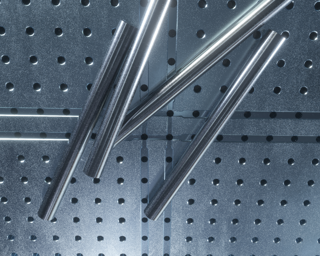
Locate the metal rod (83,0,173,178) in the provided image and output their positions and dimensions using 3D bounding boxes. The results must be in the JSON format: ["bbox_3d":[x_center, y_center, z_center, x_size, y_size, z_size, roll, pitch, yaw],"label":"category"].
[{"bbox_3d":[-0.030,-0.075,0.369,0.025,0.025,0.298,22,103,-8],"label":"metal rod"}]

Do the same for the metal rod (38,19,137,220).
[{"bbox_3d":[-0.102,0.002,0.413,0.025,0.025,0.298,25,108,-9],"label":"metal rod"}]

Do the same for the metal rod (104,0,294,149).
[{"bbox_3d":[0.041,-0.072,0.387,0.300,0.025,0.025,-39,106,13],"label":"metal rod"}]

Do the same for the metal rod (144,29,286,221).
[{"bbox_3d":[0.064,0.008,0.416,0.025,0.025,0.299,29,107,-10],"label":"metal rod"}]
